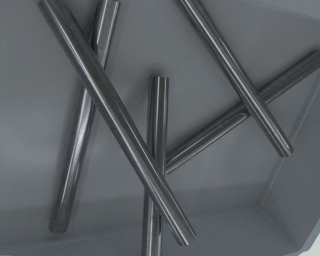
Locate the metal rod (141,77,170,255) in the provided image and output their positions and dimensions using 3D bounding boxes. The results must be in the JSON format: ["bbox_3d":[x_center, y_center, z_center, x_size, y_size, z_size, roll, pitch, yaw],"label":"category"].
[{"bbox_3d":[-0.008,0.088,0.380,0.025,0.025,0.298,2,92,-30],"label":"metal rod"}]

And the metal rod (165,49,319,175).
[{"bbox_3d":[0.127,-0.026,0.464,0.301,0.025,0.025,-34,129,-6],"label":"metal rod"}]

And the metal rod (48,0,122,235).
[{"bbox_3d":[-0.093,0.004,0.360,0.025,0.025,0.298,4,116,-31],"label":"metal rod"}]

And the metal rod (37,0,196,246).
[{"bbox_3d":[-0.035,0.008,0.329,0.025,0.025,0.299,-31,108,-9],"label":"metal rod"}]

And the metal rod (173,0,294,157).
[{"bbox_3d":[0.112,-0.055,0.413,0.025,0.025,0.300,-43,122,1],"label":"metal rod"}]
